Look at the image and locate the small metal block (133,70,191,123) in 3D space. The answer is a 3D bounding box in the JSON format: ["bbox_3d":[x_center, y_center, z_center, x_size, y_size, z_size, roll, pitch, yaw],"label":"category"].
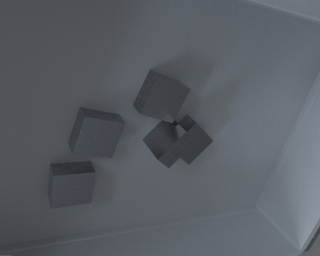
[{"bbox_3d":[0.002,-0.039,0.388,0.050,0.025,0.050,15,111,-35],"label":"small metal block"}]

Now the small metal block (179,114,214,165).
[{"bbox_3d":[0.040,0.017,0.443,0.050,0.025,0.050,-45,130,3],"label":"small metal block"}]

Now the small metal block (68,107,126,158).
[{"bbox_3d":[-0.076,0.007,0.372,0.050,0.025,0.050,10,113,-33],"label":"small metal block"}]

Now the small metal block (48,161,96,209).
[{"bbox_3d":[-0.112,0.071,0.392,0.050,0.025,0.050,-1,119,-28],"label":"small metal block"}]

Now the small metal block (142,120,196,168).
[{"bbox_3d":[0.011,0.016,0.411,0.050,0.050,0.025,-45,130,3],"label":"small metal block"}]
